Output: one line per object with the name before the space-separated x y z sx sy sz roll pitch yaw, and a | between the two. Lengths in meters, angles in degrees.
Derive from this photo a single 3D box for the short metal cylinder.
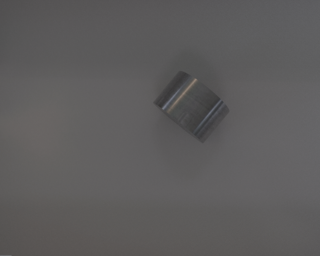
short metal cylinder | 0.038 -0.025 0.384 0.080 0.080 0.050 39 90 0
